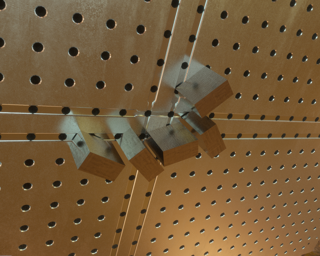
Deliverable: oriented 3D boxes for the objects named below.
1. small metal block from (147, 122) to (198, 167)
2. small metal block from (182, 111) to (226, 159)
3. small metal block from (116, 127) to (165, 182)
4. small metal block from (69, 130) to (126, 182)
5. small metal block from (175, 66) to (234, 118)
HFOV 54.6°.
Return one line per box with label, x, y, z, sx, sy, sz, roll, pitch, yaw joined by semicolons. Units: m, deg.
small metal block;0.017;0.020;0.416;0.050;0.050;0.025;-17;125;-19
small metal block;0.062;0.007;0.432;0.025;0.050;0.050;-35;129;-5
small metal block;-0.026;0.034;0.401;0.025;0.050;0.050;-38;129;-2
small metal block;-0.076;0.033;0.373;0.050;0.050;0.025;28;103;-38
small metal block;0.056;-0.047;0.396;0.050;0.050;0.025;-37;129;-3
